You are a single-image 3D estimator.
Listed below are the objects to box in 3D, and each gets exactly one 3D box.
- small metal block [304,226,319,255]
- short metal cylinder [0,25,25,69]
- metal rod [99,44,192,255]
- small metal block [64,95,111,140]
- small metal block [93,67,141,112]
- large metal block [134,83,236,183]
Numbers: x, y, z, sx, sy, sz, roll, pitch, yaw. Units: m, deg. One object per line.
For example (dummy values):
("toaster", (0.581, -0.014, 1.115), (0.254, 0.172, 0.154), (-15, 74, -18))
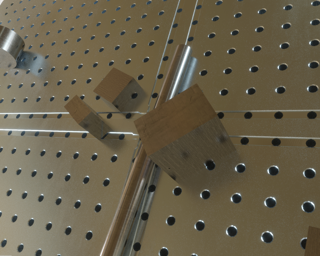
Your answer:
("small metal block", (0.149, 0.116, 0.259), (0.050, 0.025, 0.050), (7, 65, 31))
("short metal cylinder", (-0.333, -0.168, 0.647), (0.080, 0.080, 0.050), (-4, 60, 26))
("metal rod", (-0.010, 0.015, 0.402), (0.025, 0.025, 0.300), (6, 64, 30))
("small metal block", (-0.106, -0.015, 0.455), (0.025, 0.050, 0.050), (-46, 51, -3))
("small metal block", (-0.067, -0.060, 0.478), (0.050, 0.025, 0.050), (32, 79, 37))
("large metal block", (0.030, 0.009, 0.351), (0.080, 0.080, 0.050), (-31, 52, 8))
